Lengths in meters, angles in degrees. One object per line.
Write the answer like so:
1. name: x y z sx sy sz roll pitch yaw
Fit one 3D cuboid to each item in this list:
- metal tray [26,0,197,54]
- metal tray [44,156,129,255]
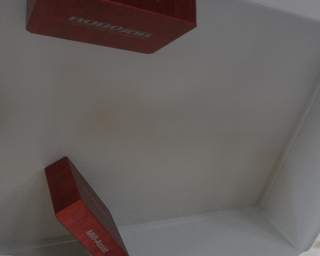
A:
1. metal tray: -0.044 -0.103 0.278 0.131 0.090 0.030 3 84 -30
2. metal tray: -0.089 0.107 0.384 0.030 0.090 0.130 -31 129 -9
